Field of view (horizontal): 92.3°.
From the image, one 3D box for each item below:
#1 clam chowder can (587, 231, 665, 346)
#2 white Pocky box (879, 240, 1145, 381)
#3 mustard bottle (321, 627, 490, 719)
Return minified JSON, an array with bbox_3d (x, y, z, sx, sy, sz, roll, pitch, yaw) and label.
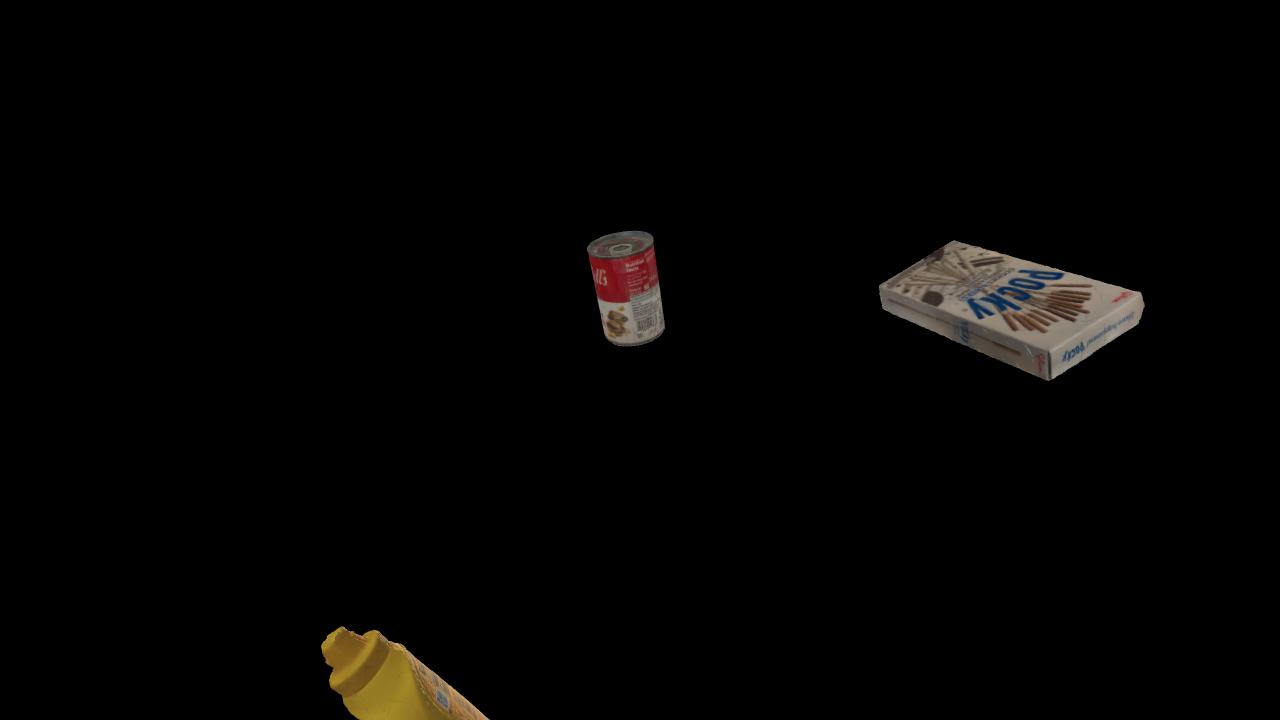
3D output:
[{"bbox_3d":[-0.012,-0.073,0.636,0.068,0.102,0.068,-8,31,5],"label":"clam chowder can"},{"bbox_3d":[0.264,-0.043,0.459,0.084,0.028,0.154,-30,31,-10],"label":"white Pocky box"},{"bbox_3d":[-0.159,0.257,0.447,0.054,0.184,0.092,-44,20,-20],"label":"mustard bottle"}]
